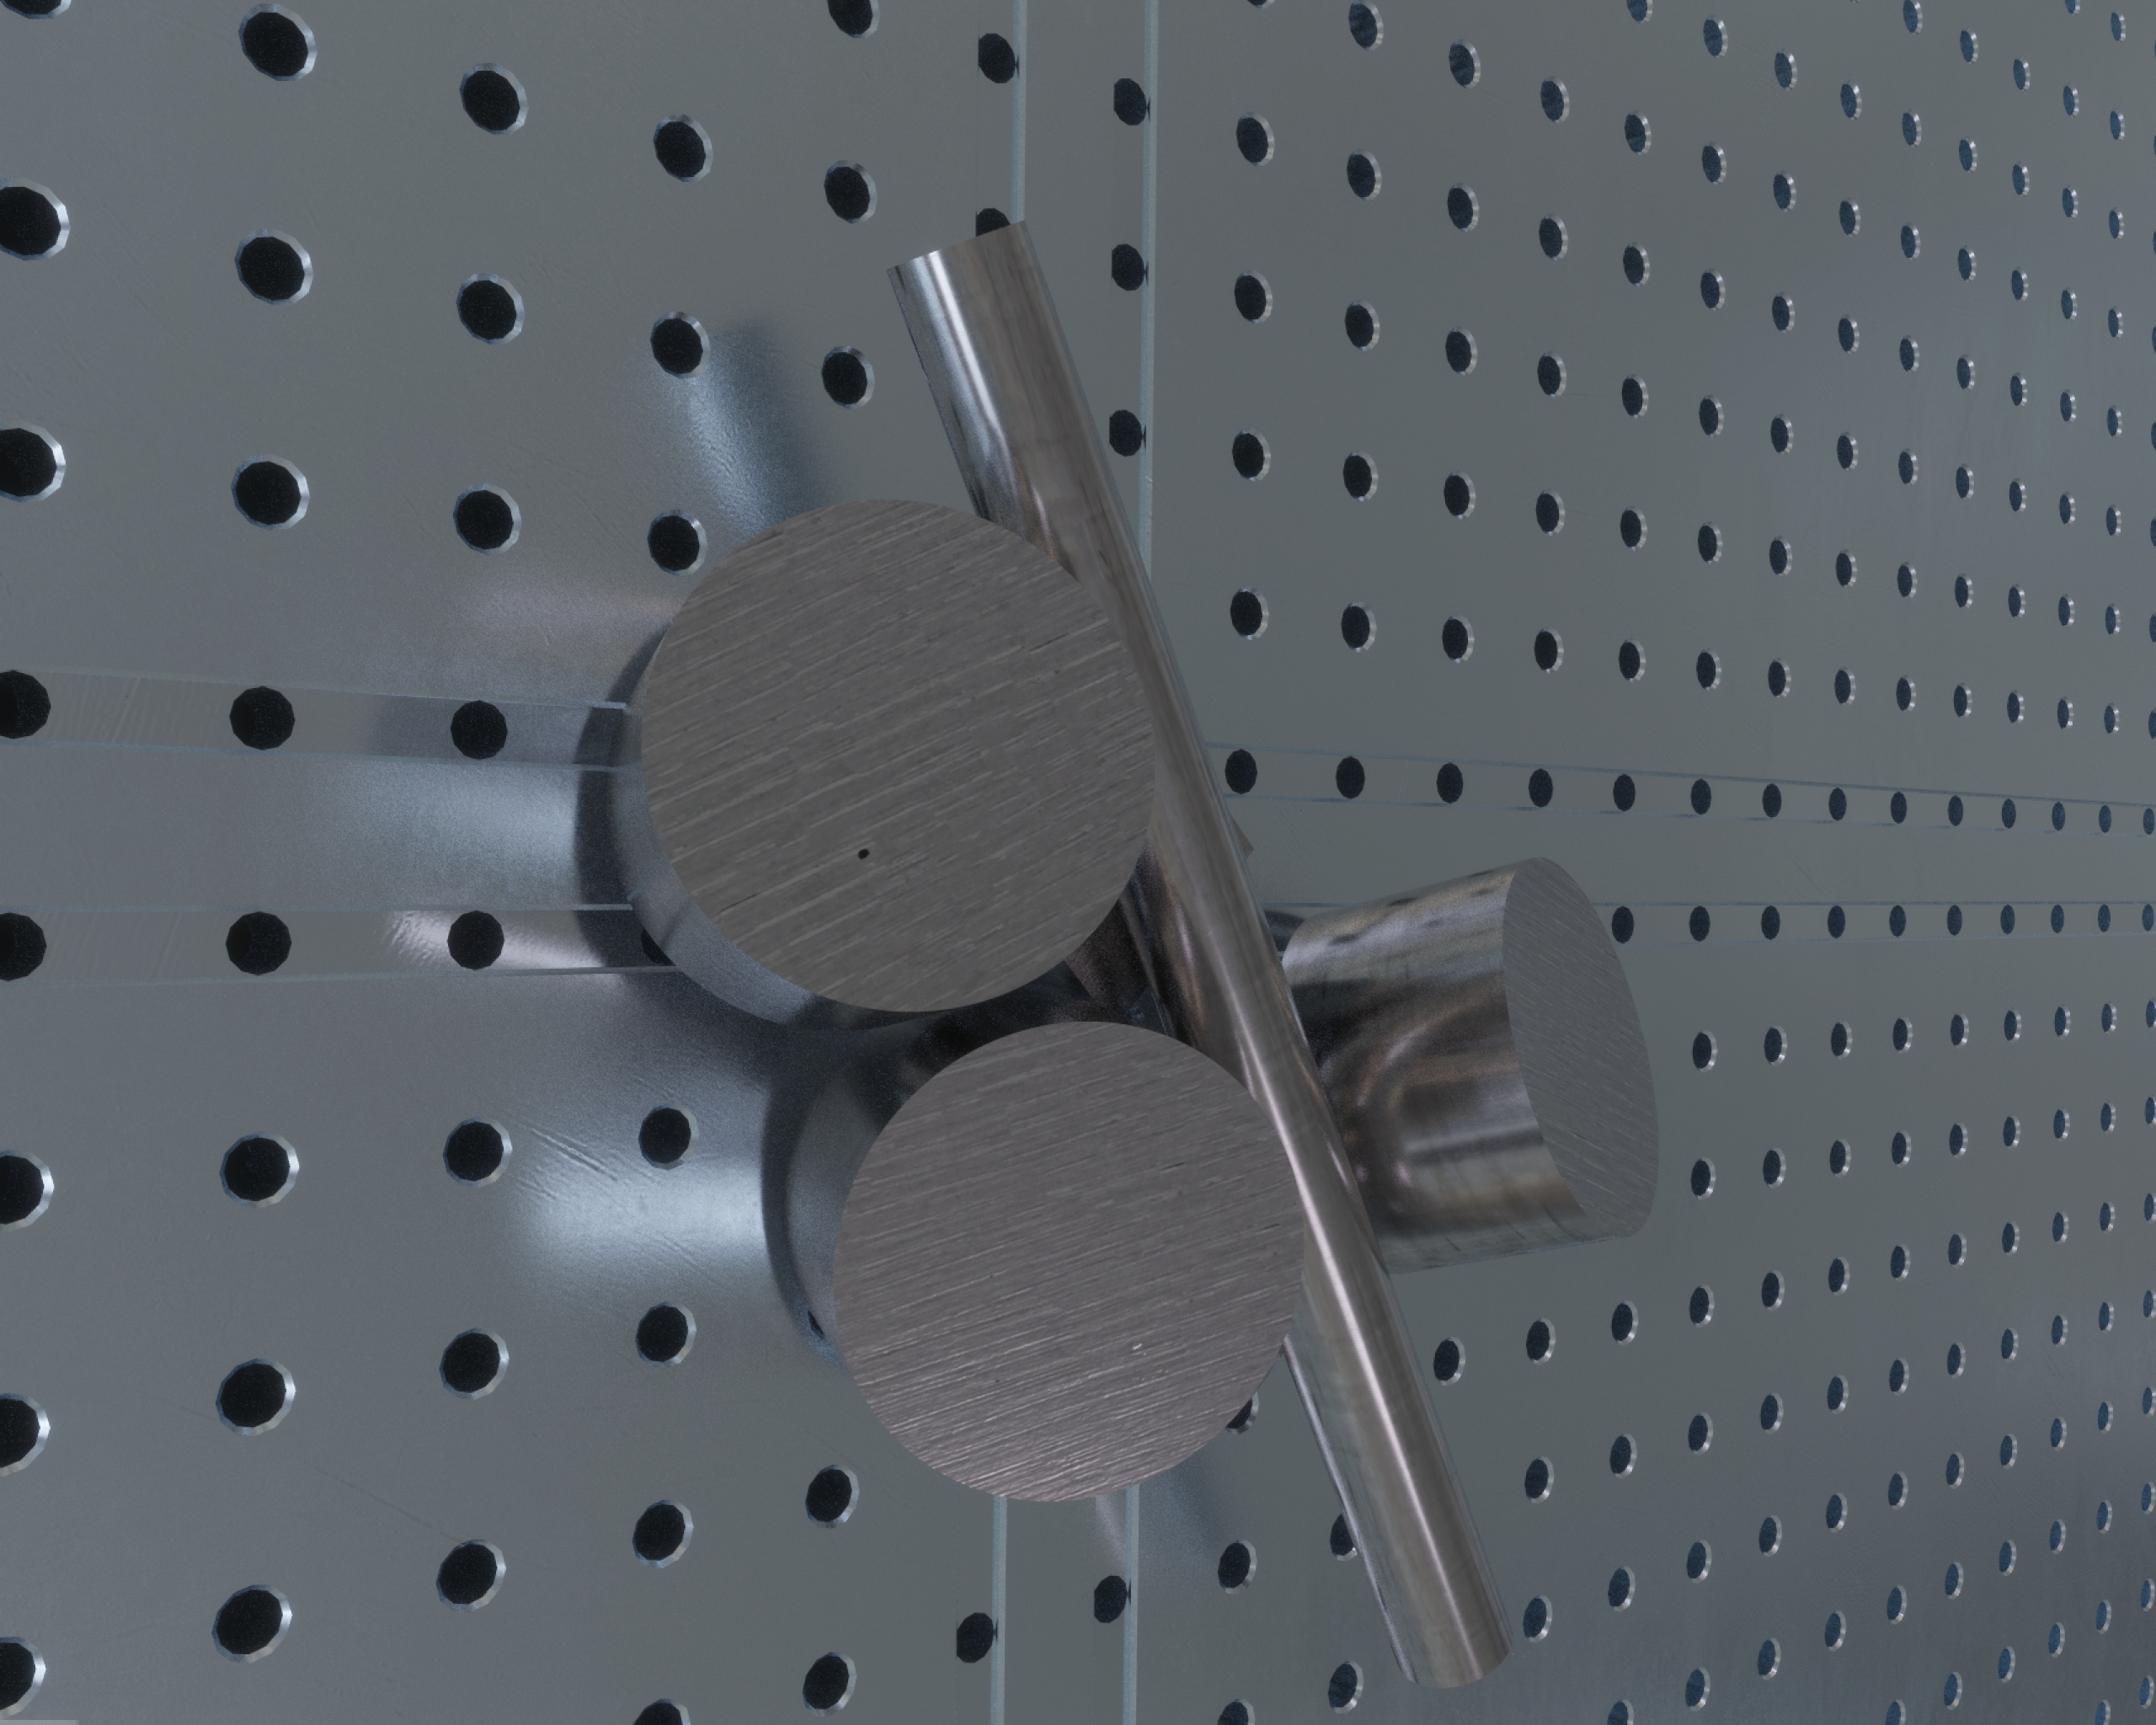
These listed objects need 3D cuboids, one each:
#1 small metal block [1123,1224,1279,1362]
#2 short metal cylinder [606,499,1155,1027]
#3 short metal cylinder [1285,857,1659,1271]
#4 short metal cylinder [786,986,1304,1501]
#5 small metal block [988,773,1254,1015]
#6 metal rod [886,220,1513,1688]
[{"bbox_3d":[0.029,0.073,0.429,0.050,0.025,0.050,-48,119,-29],"label":"small metal block"},{"bbox_3d":[-0.034,-0.014,0.342,0.081,0.050,0.080,3,81,-19],"label":"short metal cylinder"},{"bbox_3d":[0.084,0.044,0.442,0.080,0.050,0.080,33,49,-48],"label":"short metal cylinder"},{"bbox_3d":[-0.008,0.064,0.365,0.081,0.050,0.079,-1,94,-17],"label":"short metal cylinder"},{"bbox_3d":[0.000,-0.004,0.405,0.050,0.025,0.050,-51,120,-28],"label":"small metal block"},{"bbox_3d":[0.029,0.029,0.396,0.025,0.025,0.298,-32,110,-35],"label":"metal rod"}]
